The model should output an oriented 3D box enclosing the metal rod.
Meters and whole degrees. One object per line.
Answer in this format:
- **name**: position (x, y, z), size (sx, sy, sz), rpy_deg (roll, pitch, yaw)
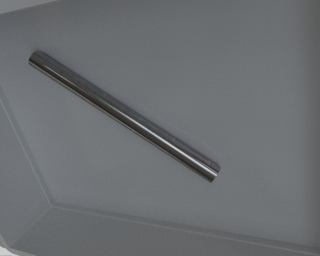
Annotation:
- **metal rod**: position (-0.052, -0.019, 0.425), size (0.301, 0.025, 0.025), rpy_deg (33, 129, 6)
